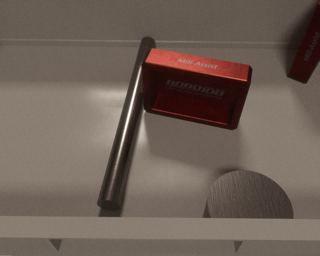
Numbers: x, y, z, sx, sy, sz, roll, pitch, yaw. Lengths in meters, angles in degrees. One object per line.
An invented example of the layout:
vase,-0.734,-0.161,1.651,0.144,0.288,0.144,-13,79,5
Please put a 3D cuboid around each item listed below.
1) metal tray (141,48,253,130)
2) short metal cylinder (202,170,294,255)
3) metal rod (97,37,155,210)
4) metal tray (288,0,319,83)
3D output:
metal tray,0.044,-0.049,0.404,0.131,0.089,0.030,12,51,9
short metal cylinder,0.086,0.090,0.314,0.081,0.050,0.080,0,50,0
metal rod,-0.038,-0.031,0.430,0.025,0.025,0.300,5,50,4
metal tray,0.239,-0.142,0.459,0.030,0.129,0.090,28,56,21
